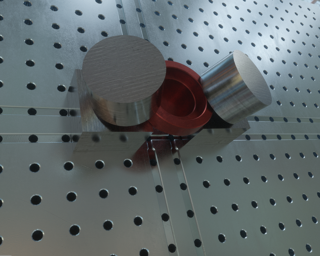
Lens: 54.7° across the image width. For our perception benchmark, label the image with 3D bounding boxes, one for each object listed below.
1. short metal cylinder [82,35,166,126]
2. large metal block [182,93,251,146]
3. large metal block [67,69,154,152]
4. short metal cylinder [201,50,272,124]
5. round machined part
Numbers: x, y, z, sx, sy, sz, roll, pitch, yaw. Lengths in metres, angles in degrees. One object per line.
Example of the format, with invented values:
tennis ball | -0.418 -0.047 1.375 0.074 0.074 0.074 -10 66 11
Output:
short metal cylinder | -0.036 -0.048 0.321 0.081 0.050 0.080 2 65 -4
large metal block | 0.070 -0.023 0.443 0.081 0.050 0.080 -1 62 -29
large metal block | -0.062 -0.019 0.370 0.081 0.050 0.080 1 62 -28
short metal cylinder | 0.097 -0.052 0.395 0.080 0.050 0.080 31 42 -33
round machined part | 0.014 -0.033 0.387 0.099 0.042 0.098 14 56 -21
